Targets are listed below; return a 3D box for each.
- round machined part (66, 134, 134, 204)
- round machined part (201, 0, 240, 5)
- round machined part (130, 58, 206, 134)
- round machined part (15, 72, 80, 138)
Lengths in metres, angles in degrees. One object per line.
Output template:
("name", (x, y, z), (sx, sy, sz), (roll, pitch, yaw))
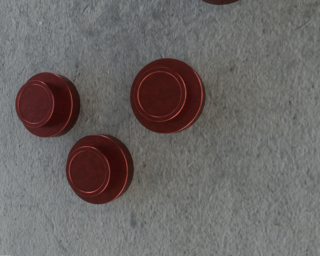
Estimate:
("round machined part", (-0.090, 0.058, 0.430), (0.098, 0.042, 0.097), (0, 90, 19))
("round machined part", (0.078, -0.196, 0.372), (0.098, 0.042, 0.097), (0, 90, 19))
("round machined part", (0.006, -0.041, 0.397), (0.098, 0.042, 0.097), (0, 90, 19))
("round machined part", (-0.172, -0.035, 0.459), (0.098, 0.042, 0.097), (0, 90, 19))
